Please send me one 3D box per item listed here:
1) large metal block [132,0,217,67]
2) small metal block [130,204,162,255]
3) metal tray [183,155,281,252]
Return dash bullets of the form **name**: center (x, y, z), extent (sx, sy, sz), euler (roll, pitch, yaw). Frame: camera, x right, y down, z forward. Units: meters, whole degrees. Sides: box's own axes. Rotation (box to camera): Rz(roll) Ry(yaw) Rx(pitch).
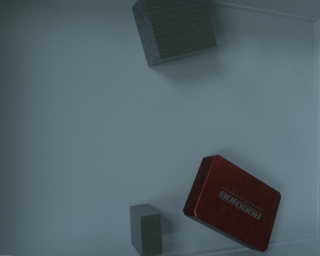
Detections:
- **large metal block**: center (0.018, -0.132, 0.405), extent (0.081, 0.050, 0.080), euler (-18, 97, -19)
- **small metal block**: center (-0.019, 0.128, 0.392), extent (0.025, 0.050, 0.050), euler (-3, 91, -20)
- **metal tray**: center (0.106, 0.107, 0.439), extent (0.131, 0.030, 0.090), euler (31, 68, -18)
